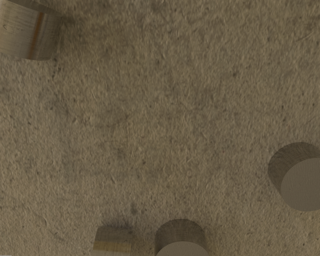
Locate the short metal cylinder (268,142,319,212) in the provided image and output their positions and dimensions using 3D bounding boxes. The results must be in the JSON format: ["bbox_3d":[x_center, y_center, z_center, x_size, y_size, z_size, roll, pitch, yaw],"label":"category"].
[{"bbox_3d":[0.196,0.066,0.424,0.081,0.050,0.079,0,110,-1],"label":"short metal cylinder"}]

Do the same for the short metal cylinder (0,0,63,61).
[{"bbox_3d":[-0.154,-0.113,0.337,0.080,0.080,0.050,21,109,-8],"label":"short metal cylinder"}]

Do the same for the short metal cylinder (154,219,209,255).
[{"bbox_3d":[0.032,0.185,0.465,0.081,0.050,0.079,0,110,-1],"label":"short metal cylinder"}]

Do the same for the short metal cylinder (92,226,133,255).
[{"bbox_3d":[-0.069,0.185,0.448,0.050,0.080,0.079,6,110,-3],"label":"short metal cylinder"}]
